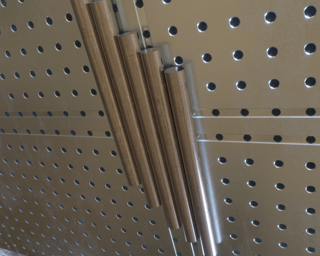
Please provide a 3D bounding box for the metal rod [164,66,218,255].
[{"bbox_3d":[0.048,0.063,0.423,0.025,0.025,0.298,1,119,27],"label":"metal rod"}]

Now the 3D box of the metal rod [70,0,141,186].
[{"bbox_3d":[-0.068,-0.048,0.415,0.025,0.025,0.298,1,119,27],"label":"metal rod"}]

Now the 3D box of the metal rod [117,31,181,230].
[{"bbox_3d":[-0.007,0.021,0.425,0.025,0.025,0.298,1,119,27],"label":"metal rod"}]

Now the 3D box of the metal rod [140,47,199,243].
[{"bbox_3d":[0.020,0.040,0.424,0.025,0.025,0.298,1,119,27],"label":"metal rod"}]

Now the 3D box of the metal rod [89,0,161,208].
[{"bbox_3d":[-0.038,-0.015,0.419,0.025,0.025,0.298,1,119,27],"label":"metal rod"}]
